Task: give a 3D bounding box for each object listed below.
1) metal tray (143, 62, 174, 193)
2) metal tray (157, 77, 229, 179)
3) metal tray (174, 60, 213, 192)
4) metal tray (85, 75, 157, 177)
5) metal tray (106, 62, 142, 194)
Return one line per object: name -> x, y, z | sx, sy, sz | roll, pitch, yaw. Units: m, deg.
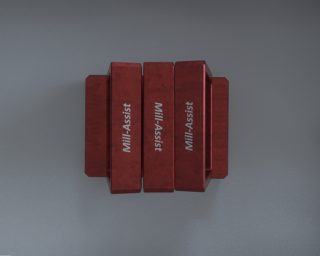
metal tray -> -0.001, 0.000, 0.346 | 0.030, 0.090, 0.129 | 0, 88, 0
metal tray -> 0.042, 0.000, 0.408 | 0.091, 0.030, 0.129 | 1, 90, 0
metal tray -> 0.039, -0.002, 0.345 | 0.030, 0.090, 0.129 | 0, 90, 14
metal tray -> -0.049, -0.002, 0.406 | 0.091, 0.030, 0.129 | 1, 90, 0
metal tray -> -0.042, 0.000, 0.344 | 0.030, 0.090, 0.129 | 0, 90, -13
